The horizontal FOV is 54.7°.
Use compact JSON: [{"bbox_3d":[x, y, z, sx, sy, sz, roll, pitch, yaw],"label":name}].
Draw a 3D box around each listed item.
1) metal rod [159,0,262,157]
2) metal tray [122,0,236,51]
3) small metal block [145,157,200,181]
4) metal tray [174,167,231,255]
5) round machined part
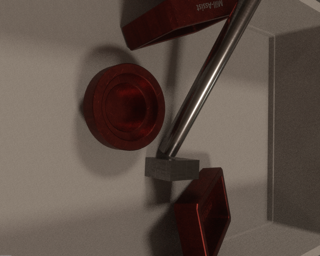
[{"bbox_3d":[0.076,-0.095,0.380,0.025,0.025,0.298,14,111,-40],"label":"metal rod"},{"bbox_3d":[0.030,-0.136,0.389,0.131,0.090,0.030,-27,102,-37],"label":"metal tray"},{"bbox_3d":[0.016,0.053,0.406,0.050,0.050,0.025,4,88,-40],"label":"small metal block"},{"bbox_3d":[0.063,0.118,0.425,0.131,0.030,0.089,-30,111,-62],"label":"metal tray"},{"bbox_3d":[-0.044,-0.023,0.360,0.099,0.042,0.097,0,90,-40],"label":"round machined part"}]
